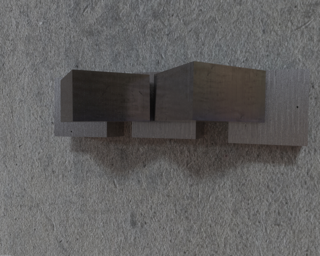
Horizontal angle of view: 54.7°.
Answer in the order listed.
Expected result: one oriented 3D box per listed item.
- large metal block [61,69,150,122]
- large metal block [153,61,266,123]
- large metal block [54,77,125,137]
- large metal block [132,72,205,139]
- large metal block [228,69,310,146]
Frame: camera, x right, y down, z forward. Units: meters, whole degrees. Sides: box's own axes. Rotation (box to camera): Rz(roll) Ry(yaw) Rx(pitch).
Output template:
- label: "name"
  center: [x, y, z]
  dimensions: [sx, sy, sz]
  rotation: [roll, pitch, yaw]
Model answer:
- label: "large metal block"
  center: [-0.065, -0.032, 0.349]
  dimensions: [0.081, 0.080, 0.050]
  rotation: [-1, 91, -26]
- label: "large metal block"
  center: [0.047, -0.031, 0.313]
  dimensions: [0.080, 0.081, 0.050]
  rotation: [2, 90, 64]
- label: "large metal block"
  center: [-0.097, -0.028, 0.430]
  dimensions: [0.080, 0.050, 0.079]
  rotation: [0, 90, 19]
- label: "large metal block"
  center: [0.012, -0.028, 0.392]
  dimensions: [0.080, 0.050, 0.079]
  rotation: [1, 90, 19]
- label: "large metal block"
  center: [0.123, -0.022, 0.354]
  dimensions: [0.080, 0.050, 0.079]
  rotation: [2, 91, 19]
